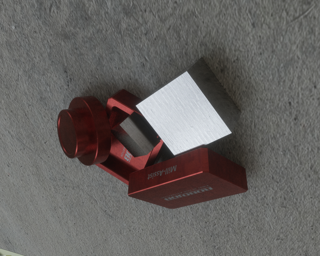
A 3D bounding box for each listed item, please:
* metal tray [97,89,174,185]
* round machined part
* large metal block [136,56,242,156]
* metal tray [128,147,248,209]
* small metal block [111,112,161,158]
[{"bbox_3d":[-0.041,0.021,0.439,0.090,0.030,0.129,30,128,8],"label":"metal tray"},{"bbox_3d":[-0.111,0.006,0.432,0.098,0.042,0.097,17,112,49],"label":"round machined part"},{"bbox_3d":[0.034,-0.022,0.361,0.080,0.050,0.080,-30,102,38],"label":"large metal block"},{"bbox_3d":[0.033,0.070,0.401,0.130,0.030,0.090,-25,141,37],"label":"metal tray"},{"bbox_3d":[-0.034,0.010,0.403,0.050,0.025,0.050,48,157,-9],"label":"small metal block"}]
